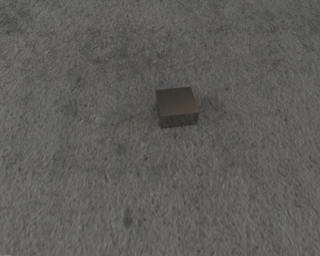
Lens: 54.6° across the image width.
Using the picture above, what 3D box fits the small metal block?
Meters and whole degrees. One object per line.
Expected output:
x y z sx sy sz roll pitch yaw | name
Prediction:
0.022 -0.029 0.428 0.050 0.025 0.050 -6 50 -6 | small metal block
